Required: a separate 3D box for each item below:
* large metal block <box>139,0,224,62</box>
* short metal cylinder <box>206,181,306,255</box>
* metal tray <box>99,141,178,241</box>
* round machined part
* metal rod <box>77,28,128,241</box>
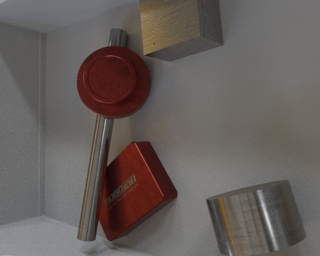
[{"bbox_3d":[0.024,-0.131,0.369,0.080,0.050,0.080,-8,85,39],"label":"large metal block"},{"bbox_3d":[0.090,0.084,0.296,0.080,0.081,0.050,-22,76,37],"label":"short metal cylinder"},{"bbox_3d":[-0.045,0.090,0.439,0.129,0.030,0.090,-44,64,30],"label":"metal tray"},{"bbox_3d":[-0.063,-0.063,0.413,0.099,0.042,0.097,0,85,2],"label":"round machined part"},{"bbox_3d":[-0.081,0.006,0.441,0.025,0.025,0.298,4,83,39],"label":"metal rod"}]
